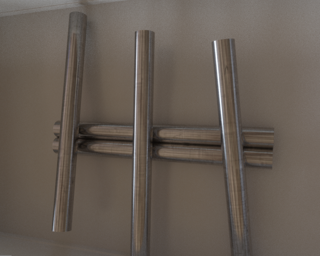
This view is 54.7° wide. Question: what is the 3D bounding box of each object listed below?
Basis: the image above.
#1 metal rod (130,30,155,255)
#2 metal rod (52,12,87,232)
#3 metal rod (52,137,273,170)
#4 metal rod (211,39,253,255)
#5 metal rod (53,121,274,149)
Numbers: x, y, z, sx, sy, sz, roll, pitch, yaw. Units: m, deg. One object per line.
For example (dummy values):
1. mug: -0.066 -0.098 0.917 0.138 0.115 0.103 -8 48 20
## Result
1. metal rod: -0.022 0.030 0.390 0.025 0.025 0.298 2 91 19
2. metal rod: -0.123 -0.014 0.426 0.025 0.025 0.298 -1 81 19
3. metal rod: -0.010 0.031 0.412 0.301 0.025 0.025 2 91 19
4. metal rod: 0.086 0.052 0.355 0.025 0.025 0.298 -4 97 19
5. metal rod: -0.009 0.007 0.412 0.301 0.025 0.025 2 91 19
